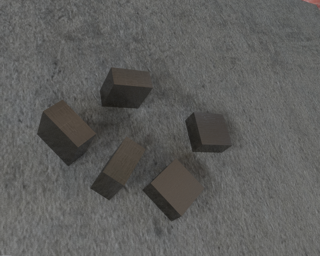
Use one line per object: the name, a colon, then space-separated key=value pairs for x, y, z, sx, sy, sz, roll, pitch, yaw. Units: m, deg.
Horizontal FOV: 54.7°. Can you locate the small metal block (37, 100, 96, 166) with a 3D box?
small metal block: x=-0.101 y=0.006 z=0.330 sx=0.050 sy=0.050 sz=0.025 roll=45 pitch=51 yaw=3

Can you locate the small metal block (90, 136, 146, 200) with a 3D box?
small metal block: x=-0.046 y=0.044 z=0.337 sx=0.025 sy=0.050 sz=0.050 roll=35 pitch=51 yaw=-6

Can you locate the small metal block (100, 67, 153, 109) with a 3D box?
small metal block: x=-0.044 y=-0.050 z=0.396 sx=0.050 sy=0.050 sz=0.025 roll=2 pitch=61 yaw=-28

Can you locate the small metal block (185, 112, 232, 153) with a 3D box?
small metal block: x=0.068 y=0.007 z=0.438 sx=0.050 sy=0.025 sz=0.050 roll=4 pitch=60 yaw=-27

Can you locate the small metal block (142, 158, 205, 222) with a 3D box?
small metal block: x=0.017 y=0.073 z=0.370 sx=0.050 sy=0.025 sz=0.050 roll=47 pitch=51 yaw=4
